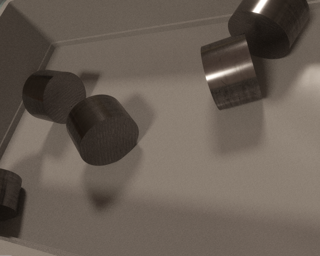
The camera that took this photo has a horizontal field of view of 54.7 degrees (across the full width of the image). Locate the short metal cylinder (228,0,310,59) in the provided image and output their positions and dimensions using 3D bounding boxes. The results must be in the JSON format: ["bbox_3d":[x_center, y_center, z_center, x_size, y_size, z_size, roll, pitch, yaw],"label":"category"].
[{"bbox_3d":[0.132,-0.131,0.381,0.080,0.080,0.050,25,76,36],"label":"short metal cylinder"}]

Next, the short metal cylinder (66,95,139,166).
[{"bbox_3d":[-0.075,0.003,0.406,0.080,0.080,0.050,-41,51,0],"label":"short metal cylinder"}]

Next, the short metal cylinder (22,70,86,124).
[{"bbox_3d":[-0.164,-0.049,0.484,0.050,0.080,0.080,12,68,33],"label":"short metal cylinder"}]

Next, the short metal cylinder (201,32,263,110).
[{"bbox_3d":[0.085,-0.066,0.365,0.050,0.080,0.080,-15,56,19],"label":"short metal cylinder"}]

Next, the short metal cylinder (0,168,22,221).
[{"bbox_3d":[-0.242,0.095,0.436,0.080,0.080,0.050,-18,55,17],"label":"short metal cylinder"}]
